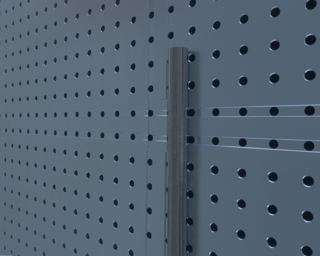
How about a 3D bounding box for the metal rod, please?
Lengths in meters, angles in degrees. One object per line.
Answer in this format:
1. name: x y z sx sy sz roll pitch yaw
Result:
1. metal rod: 0.022 0.050 0.391 0.025 0.025 0.298 1 90 40
